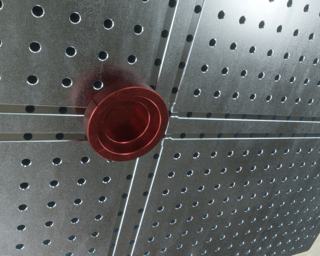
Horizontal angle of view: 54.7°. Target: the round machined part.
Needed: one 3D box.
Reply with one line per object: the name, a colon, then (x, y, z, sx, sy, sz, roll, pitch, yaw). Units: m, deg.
round machined part: (-0.043, -0.012, 0.371, 0.099, 0.042, 0.097, -14, 125, -21)
